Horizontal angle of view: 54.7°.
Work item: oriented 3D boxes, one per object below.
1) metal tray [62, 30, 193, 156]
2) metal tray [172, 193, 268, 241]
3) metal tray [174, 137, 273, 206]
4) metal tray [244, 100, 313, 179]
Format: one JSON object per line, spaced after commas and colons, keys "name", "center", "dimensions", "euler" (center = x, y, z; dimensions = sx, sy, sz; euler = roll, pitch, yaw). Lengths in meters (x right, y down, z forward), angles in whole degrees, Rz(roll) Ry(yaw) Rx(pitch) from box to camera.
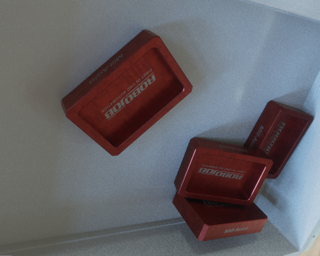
{"name": "metal tray", "center": [-0.035, -0.038, 0.363], "dimensions": [0.130, 0.030, 0.090], "euler": [-41, 130, 0]}
{"name": "metal tray", "center": [0.097, 0.133, 0.504], "dimensions": [0.131, 0.090, 0.030], "euler": [4, 116, -31]}
{"name": "metal tray", "center": [0.098, 0.070, 0.482], "dimensions": [0.131, 0.030, 0.089], "euler": [11, 114, -16]}
{"name": "metal tray", "center": [0.193, 0.024, 0.528], "dimensions": [0.091, 0.030, 0.129], "euler": [11, 113, -33]}
